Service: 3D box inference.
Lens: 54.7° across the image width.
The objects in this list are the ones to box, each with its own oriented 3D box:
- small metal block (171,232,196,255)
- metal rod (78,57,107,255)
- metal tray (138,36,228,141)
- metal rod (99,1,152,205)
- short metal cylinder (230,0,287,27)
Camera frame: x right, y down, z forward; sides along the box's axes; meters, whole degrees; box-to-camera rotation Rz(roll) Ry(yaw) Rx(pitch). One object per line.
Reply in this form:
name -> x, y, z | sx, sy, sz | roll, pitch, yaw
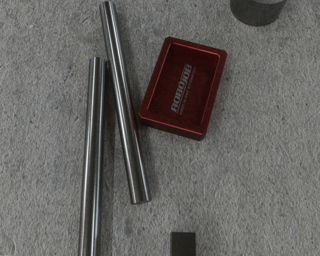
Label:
small metal block -> 0.025, 0.142, 0.343 | 0.025, 0.050, 0.050 | 1, 70, 0
metal rod -> -0.084, 0.046, 0.390 | 0.025, 0.025, 0.299 | -1, 70, -1
metal tray -> 0.033, -0.056, 0.426 | 0.090, 0.030, 0.130 | 16, 71, 5
metal rod -> -0.052, -0.047, 0.424 | 0.025, 0.025, 0.299 | -10, 70, -4
short metal cylinder -> 0.152, -0.203, 0.471 | 0.081, 0.050, 0.080 | 0, 70, 0
